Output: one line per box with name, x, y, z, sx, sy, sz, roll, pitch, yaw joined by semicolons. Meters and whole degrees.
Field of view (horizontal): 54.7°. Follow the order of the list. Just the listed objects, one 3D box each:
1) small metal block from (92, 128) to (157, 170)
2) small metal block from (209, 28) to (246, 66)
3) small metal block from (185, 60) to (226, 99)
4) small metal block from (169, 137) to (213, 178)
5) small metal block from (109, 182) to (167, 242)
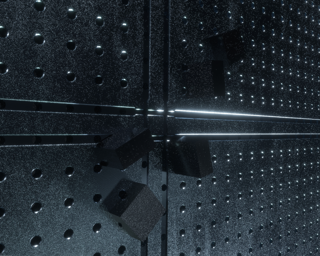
small metal block;-0.042;0.022;0.360;0.050;0.050;0.025;-33;111;-35
small metal block;0.111;-0.131;0.505;0.050;0.025;0.050;-29;108;-36
small metal block;0.066;-0.069;0.450;0.025;0.050;0.050;-9;96;-40
small metal block;0.043;0.039;0.432;0.025;0.050;0.050;-18;102;-39
small metal block;-0.027;0.105;0.389;0.050;0.025;0.050;-49;120;-29
